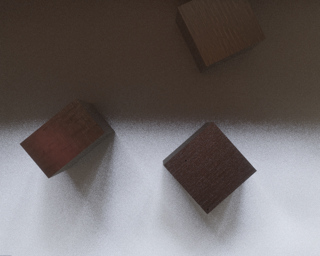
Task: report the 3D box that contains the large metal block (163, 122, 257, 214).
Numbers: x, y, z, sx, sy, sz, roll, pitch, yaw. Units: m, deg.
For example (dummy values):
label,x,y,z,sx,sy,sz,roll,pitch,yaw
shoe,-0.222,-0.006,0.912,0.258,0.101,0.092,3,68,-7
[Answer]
label,x,y,z,sx,sy,sz,roll,pitch,yaw
large metal block,0.061,0.048,0.400,0.080,0.050,0.080,-41,91,0

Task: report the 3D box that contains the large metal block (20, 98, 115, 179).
label,x,y,z,sx,sy,sz,roll,pitch,yaw
large metal block,-0.108,0.011,0.383,0.080,0.080,0.050,-39,90,0

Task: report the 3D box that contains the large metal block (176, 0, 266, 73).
label,x,y,z,sx,sy,sz,roll,pitch,yaw
large metal block,0.075,-0.128,0.400,0.080,0.050,0.080,-26,91,0
